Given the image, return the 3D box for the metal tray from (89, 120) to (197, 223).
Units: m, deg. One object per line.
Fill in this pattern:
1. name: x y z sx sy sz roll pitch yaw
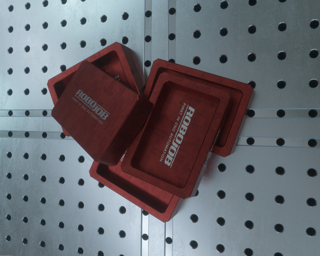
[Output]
1. metal tray: -0.022 0.053 0.418 0.130 0.030 0.090 28 99 18

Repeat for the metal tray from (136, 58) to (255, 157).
1. metal tray: 0.042 -0.027 0.394 0.130 0.030 0.090 20 96 19

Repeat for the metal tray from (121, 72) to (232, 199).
1. metal tray: 0.020 0.008 0.370 0.090 0.030 0.130 21 85 19

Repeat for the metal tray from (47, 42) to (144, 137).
1. metal tray: -0.090 -0.052 0.442 0.130 0.030 0.090 -24 82 19

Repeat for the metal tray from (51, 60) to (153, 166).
1. metal tray: -0.079 -0.023 0.395 0.130 0.030 0.090 36 94 39
